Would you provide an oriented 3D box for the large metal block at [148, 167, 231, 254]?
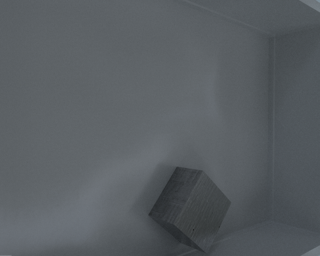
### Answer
[{"bbox_3d":[0.044,0.112,0.430,0.080,0.050,0.080,49,61,-29],"label":"large metal block"}]

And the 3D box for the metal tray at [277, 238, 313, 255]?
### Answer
[{"bbox_3d":[0.221,0.272,0.561,0.131,0.030,0.089,-44,159,-31],"label":"metal tray"}]
